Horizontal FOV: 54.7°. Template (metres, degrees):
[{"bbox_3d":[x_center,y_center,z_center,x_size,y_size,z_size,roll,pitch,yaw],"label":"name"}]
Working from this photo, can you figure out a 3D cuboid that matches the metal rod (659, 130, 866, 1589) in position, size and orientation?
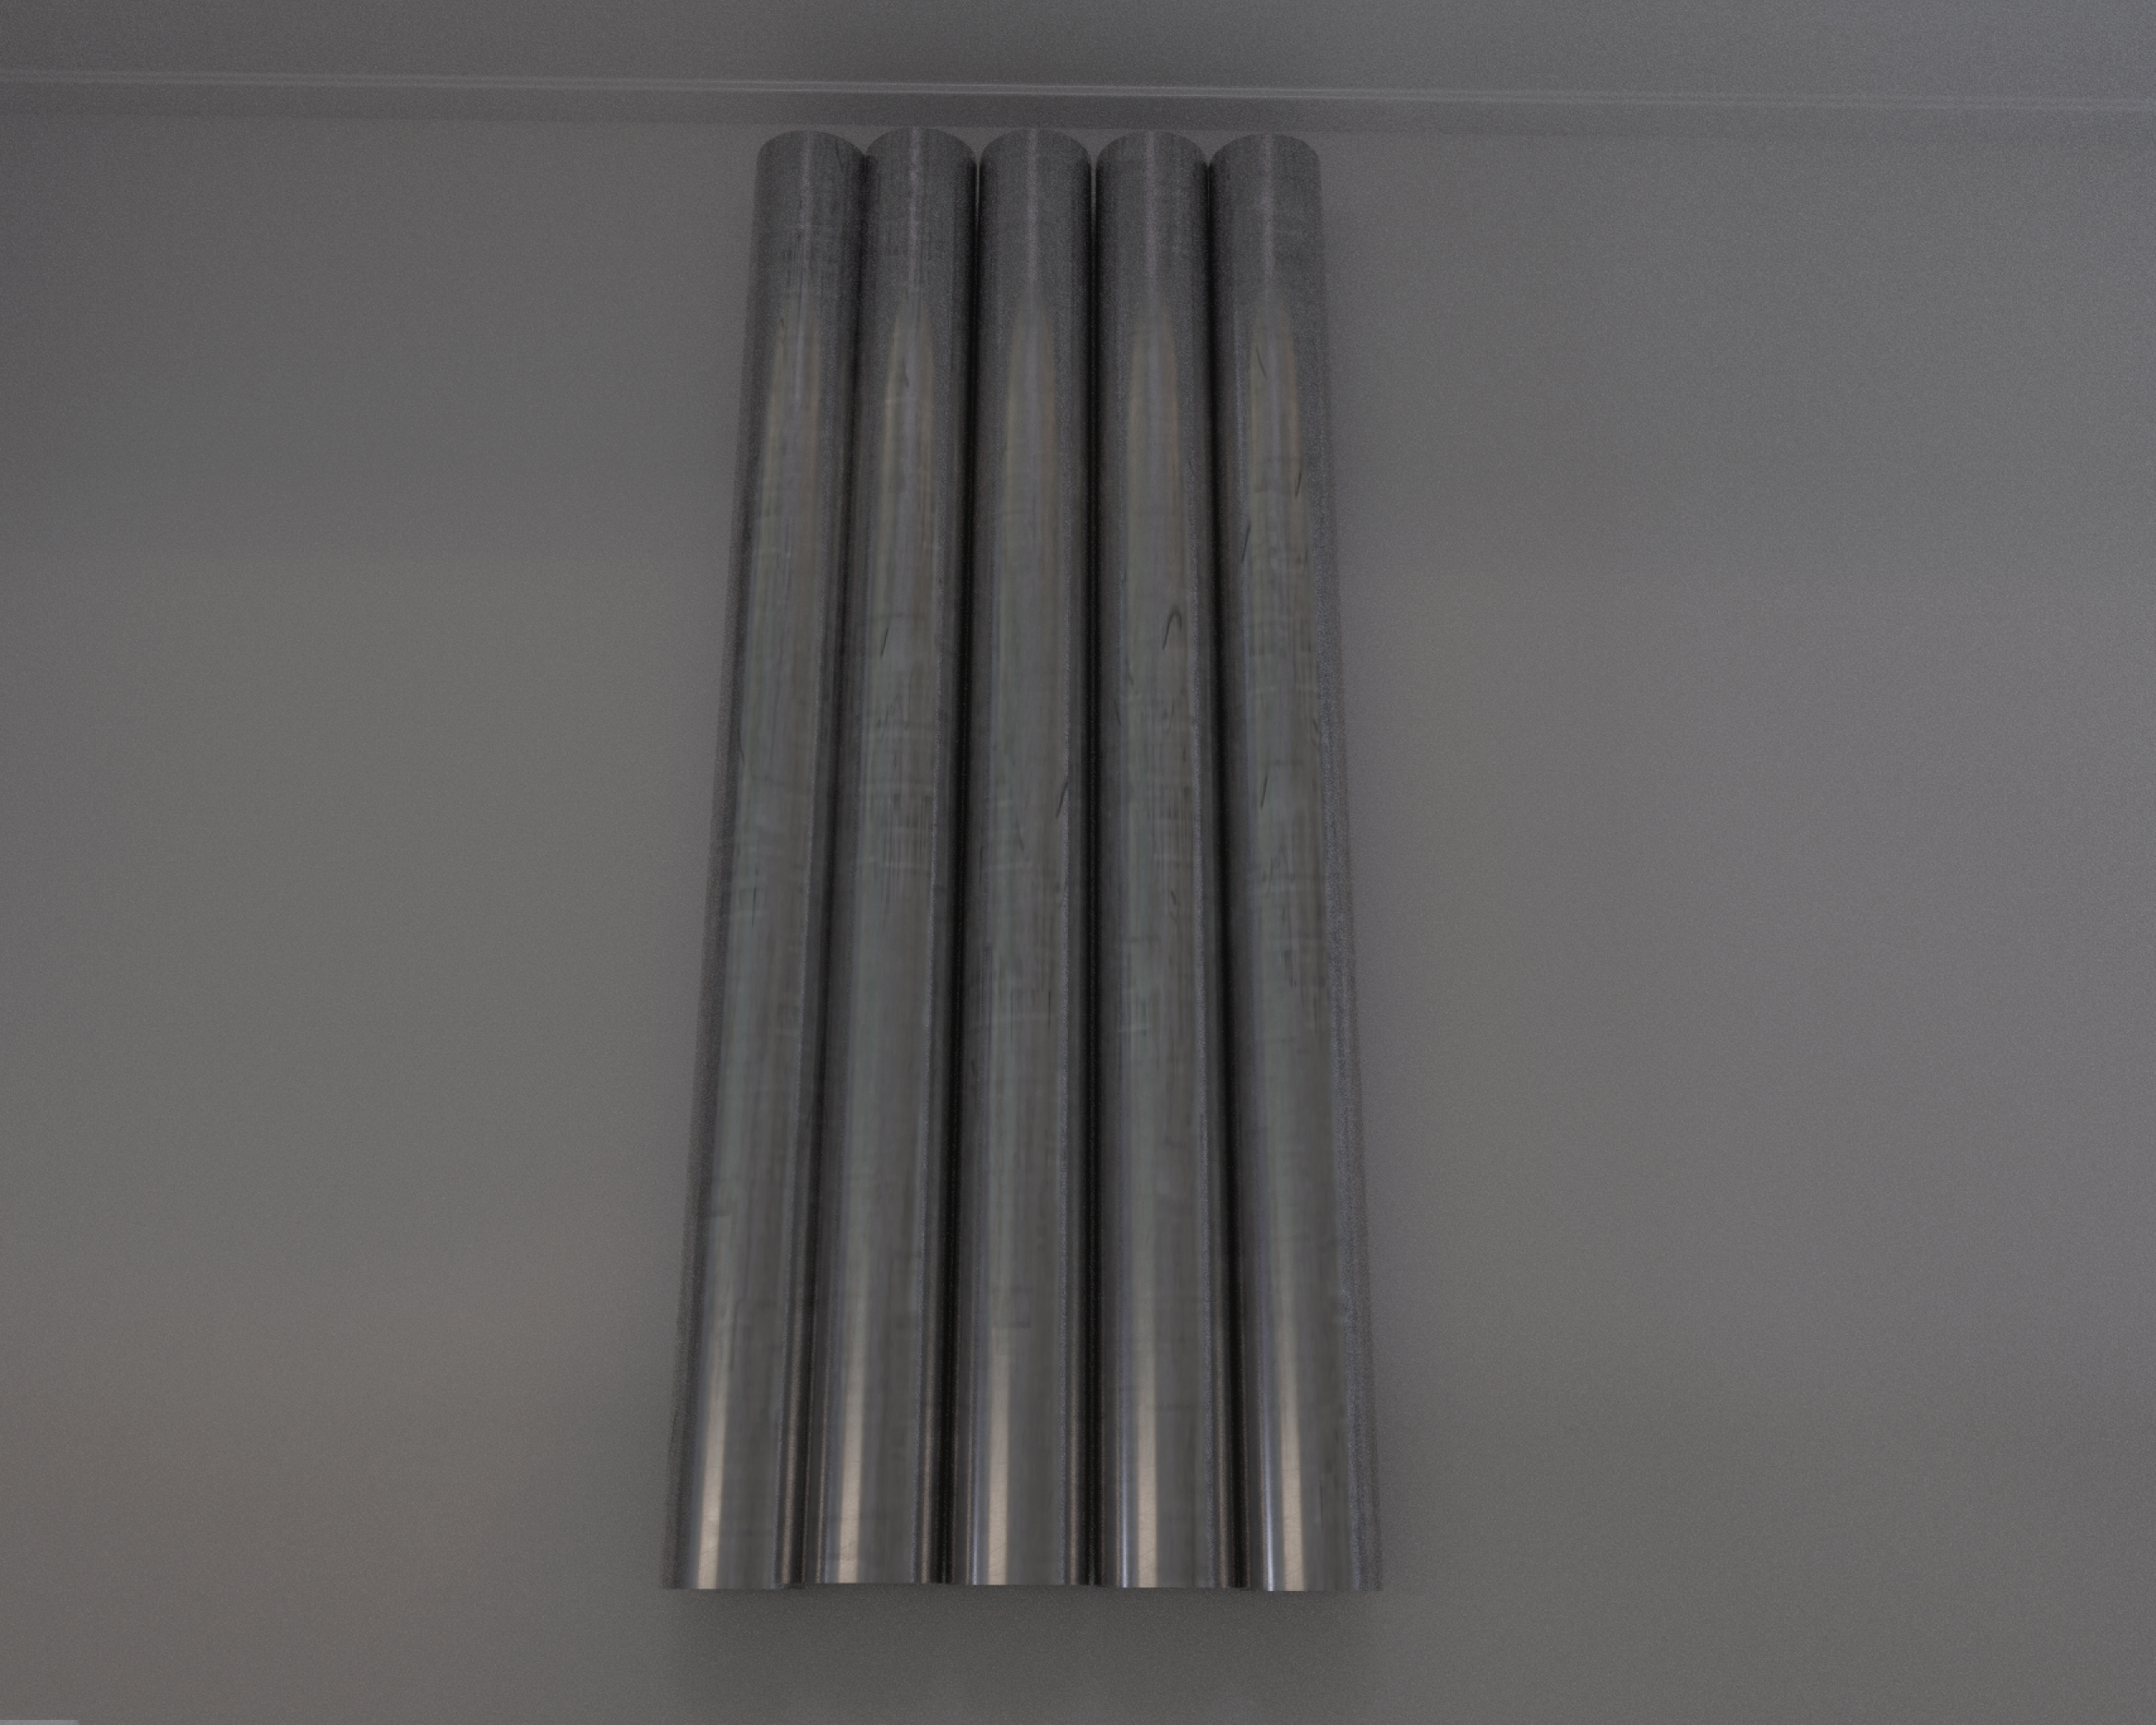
[{"bbox_3d":[-0.059,-0.014,0.413,0.025,0.025,0.299,0,70,0],"label":"metal rod"}]

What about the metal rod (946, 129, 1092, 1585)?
[{"bbox_3d":[-0.010,-0.015,0.414,0.025,0.025,0.299,0,70,0],"label":"metal rod"}]

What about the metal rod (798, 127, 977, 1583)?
[{"bbox_3d":[-0.035,-0.015,0.413,0.025,0.025,0.299,0,70,0],"label":"metal rod"}]

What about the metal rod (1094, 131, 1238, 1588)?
[{"bbox_3d":[0.016,-0.014,0.414,0.025,0.025,0.299,0,70,0],"label":"metal rod"}]

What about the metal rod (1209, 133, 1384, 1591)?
[{"bbox_3d":[0.041,-0.014,0.413,0.025,0.025,0.299,0,70,0],"label":"metal rod"}]
